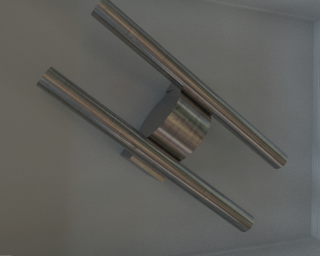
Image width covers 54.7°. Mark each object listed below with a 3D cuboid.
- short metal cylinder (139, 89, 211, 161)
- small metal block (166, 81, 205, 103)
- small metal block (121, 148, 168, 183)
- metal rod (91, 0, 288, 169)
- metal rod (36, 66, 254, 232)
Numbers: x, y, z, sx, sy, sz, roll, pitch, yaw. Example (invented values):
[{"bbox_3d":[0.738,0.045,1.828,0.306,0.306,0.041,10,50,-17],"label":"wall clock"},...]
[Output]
[{"bbox_3d":[0.017,-0.003,0.387,0.050,0.080,0.080,38,78,-17],"label":"short metal cylinder"},{"bbox_3d":[0.042,-0.045,0.412,0.050,0.050,0.025,38,78,-16],"label":"small metal block"},{"bbox_3d":[-0.017,0.040,0.390,0.050,0.050,0.025,38,78,-16],"label":"small metal block"},{"bbox_3d":[0.048,-0.043,0.375,0.301,0.025,0.025,38,78,-17],"label":"metal rod"},{"bbox_3d":[-0.003,0.035,0.357,0.301,0.025,0.025,37,78,-16],"label":"metal rod"}]
